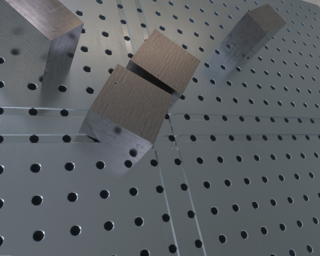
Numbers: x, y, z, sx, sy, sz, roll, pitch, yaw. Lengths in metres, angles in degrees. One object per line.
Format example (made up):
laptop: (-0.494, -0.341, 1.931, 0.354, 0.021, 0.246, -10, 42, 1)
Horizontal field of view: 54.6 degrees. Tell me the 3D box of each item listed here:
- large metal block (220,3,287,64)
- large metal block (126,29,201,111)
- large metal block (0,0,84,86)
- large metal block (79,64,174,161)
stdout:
large metal block: (0.170, -0.172, 0.569, 0.081, 0.080, 0.050, -33, 81, -38)
large metal block: (0.000, -0.080, 0.441, 0.080, 0.050, 0.080, 34, 51, -6)
large metal block: (-0.145, -0.111, 0.363, 0.080, 0.080, 0.050, 42, 51, 0)
large metal block: (-0.040, -0.019, 0.382, 0.080, 0.050, 0.080, 29, 52, -10)
